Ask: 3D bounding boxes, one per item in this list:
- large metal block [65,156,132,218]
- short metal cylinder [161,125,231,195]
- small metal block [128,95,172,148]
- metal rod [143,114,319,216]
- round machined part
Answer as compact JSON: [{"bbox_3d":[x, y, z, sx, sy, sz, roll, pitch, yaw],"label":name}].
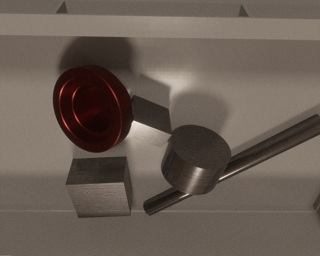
[{"bbox_3d":[-0.088,0.090,0.468,0.080,0.050,0.079,-3,130,2],"label":"large metal block"},{"bbox_3d":[0.046,0.041,0.409,0.081,0.080,0.050,11,129,-9],"label":"short metal cylinder"},{"bbox_3d":[-0.015,-0.008,0.384,0.050,0.050,0.025,21,127,-21],"label":"small metal block"},{"bbox_3d":[0.097,0.065,0.465,0.300,0.025,0.025,-32,124,23],"label":"metal rod"},{"bbox_3d":[-0.072,-0.024,0.357,0.098,0.042,0.097,11,114,27],"label":"round machined part"}]
